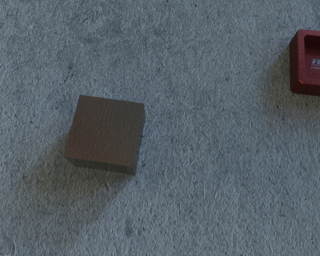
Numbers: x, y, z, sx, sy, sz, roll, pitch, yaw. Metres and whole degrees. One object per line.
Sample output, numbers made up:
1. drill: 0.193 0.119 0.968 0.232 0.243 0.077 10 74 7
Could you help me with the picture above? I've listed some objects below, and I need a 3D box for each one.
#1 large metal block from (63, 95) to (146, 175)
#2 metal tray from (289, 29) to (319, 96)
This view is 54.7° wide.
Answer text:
1. large metal block: -0.065 0.010 0.390 0.080 0.050 0.080 8 70 2
2. metal tray: 0.256 -0.089 0.441 0.131 0.030 0.090 7 70 2
